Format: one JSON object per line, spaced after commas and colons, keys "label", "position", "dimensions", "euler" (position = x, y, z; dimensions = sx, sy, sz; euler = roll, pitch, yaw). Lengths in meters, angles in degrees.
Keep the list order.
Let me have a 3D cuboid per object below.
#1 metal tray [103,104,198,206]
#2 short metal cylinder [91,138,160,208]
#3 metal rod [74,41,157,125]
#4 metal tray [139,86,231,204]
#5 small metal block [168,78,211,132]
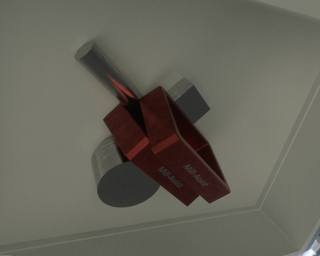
{"label": "metal tray", "position": [-0.006, 0.035, 0.384], "dimensions": [0.030, 0.090, 0.130], "euler": [-43, 130, 1]}
{"label": "short metal cylinder", "position": [-0.043, 0.055, 0.395], "dimensions": [0.081, 0.050, 0.079], "euler": [-11, 129, -14]}
{"label": "metal rod", "position": [0.003, 0.002, 0.413], "dimensions": [0.025, 0.025, 0.300], "euler": [-43, 130, 1]}
{"label": "metal tray", "position": [0.031, 0.022, 0.364], "dimensions": [0.030, 0.090, 0.130], "euler": [-32, 131, 14]}
{"label": "small metal block", "position": [0.031, -0.029, 0.407], "dimensions": [0.050, 0.025, 0.050], "euler": [-42, 130, 0]}
